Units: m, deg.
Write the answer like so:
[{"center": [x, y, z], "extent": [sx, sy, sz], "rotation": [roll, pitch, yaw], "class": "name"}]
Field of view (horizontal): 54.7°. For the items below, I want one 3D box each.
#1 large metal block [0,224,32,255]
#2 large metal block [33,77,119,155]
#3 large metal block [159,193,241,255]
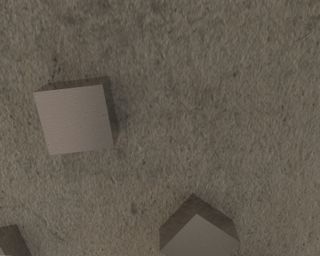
[{"center": [-0.250, 0.201, 0.467], "extent": [0.080, 0.050, 0.079], "rotation": [-13, 110, 4], "class": "large metal block"}, {"center": [-0.101, -0.017, 0.389], "extent": [0.080, 0.050, 0.079], "rotation": [-6, 110, 2], "class": "large metal block"}, {"center": [0.056, 0.158, 0.456], "extent": [0.080, 0.050, 0.080], "rotation": [36, 106, -13], "class": "large metal block"}]
